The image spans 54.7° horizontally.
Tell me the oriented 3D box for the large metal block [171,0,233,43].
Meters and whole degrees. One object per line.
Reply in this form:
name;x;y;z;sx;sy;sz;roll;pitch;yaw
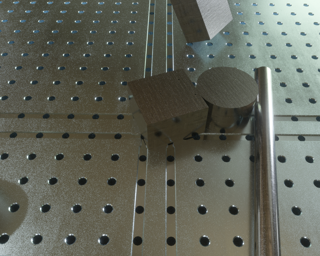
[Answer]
large metal block;0.074;-0.204;0.535;0.050;0.080;0.080;6;43;45

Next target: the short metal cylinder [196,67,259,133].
short metal cylinder;0.088;-0.039;0.425;0.081;0.050;0.080;0;50;0

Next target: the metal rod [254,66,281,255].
metal rod;0.130;0.027;0.385;0.025;0.025;0.300;9;50;7

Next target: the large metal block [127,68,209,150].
large metal block;0.008;-0.027;0.414;0.081;0.050;0.080;-16;52;-13
